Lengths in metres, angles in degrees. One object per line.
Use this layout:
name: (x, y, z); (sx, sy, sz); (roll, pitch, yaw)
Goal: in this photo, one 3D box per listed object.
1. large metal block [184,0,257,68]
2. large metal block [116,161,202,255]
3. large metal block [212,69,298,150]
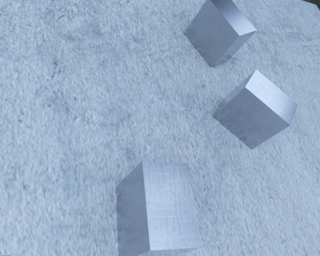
large metal block: (0.099, -0.163, 0.524); (0.050, 0.080, 0.080); (-27, 77, -37)
large metal block: (-0.007, 0.087, 0.313); (0.050, 0.080, 0.080); (7, 59, -25)
large metal block: (0.140, -0.026, 0.462); (0.080, 0.080, 0.050); (40, 51, -2)
